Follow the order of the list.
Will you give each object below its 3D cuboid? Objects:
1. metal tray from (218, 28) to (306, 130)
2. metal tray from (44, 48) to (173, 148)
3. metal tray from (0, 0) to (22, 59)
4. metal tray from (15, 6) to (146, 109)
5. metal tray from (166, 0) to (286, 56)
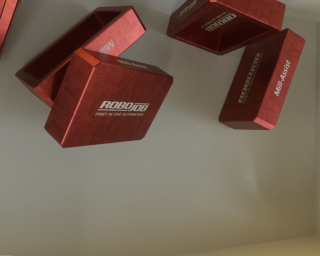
[{"bbox_3d":[0.136,-0.062,0.425,0.030,0.090,0.130,25,82,-18],"label":"metal tray"},{"bbox_3d":[-0.048,-0.028,0.332,0.131,0.030,0.089,-3,126,-57],"label":"metal tray"},{"bbox_3d":[-0.185,-0.119,0.288,0.091,0.129,0.030,22,40,-27],"label":"metal tray"},{"bbox_3d":[-0.088,-0.083,0.340,0.130,0.090,0.030,-45,127,-14],"label":"metal tray"},{"bbox_3d":[0.074,-0.130,0.381,0.091,0.130,0.030,15,85,-20],"label":"metal tray"}]
